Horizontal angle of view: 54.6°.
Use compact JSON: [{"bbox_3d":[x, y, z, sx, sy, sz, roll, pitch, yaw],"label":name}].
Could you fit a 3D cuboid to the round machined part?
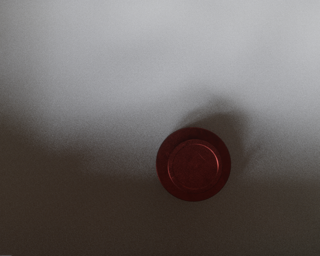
[{"bbox_3d":[0.044,0.047,0.403,0.099,0.042,0.097,0,90,0],"label":"round machined part"}]
